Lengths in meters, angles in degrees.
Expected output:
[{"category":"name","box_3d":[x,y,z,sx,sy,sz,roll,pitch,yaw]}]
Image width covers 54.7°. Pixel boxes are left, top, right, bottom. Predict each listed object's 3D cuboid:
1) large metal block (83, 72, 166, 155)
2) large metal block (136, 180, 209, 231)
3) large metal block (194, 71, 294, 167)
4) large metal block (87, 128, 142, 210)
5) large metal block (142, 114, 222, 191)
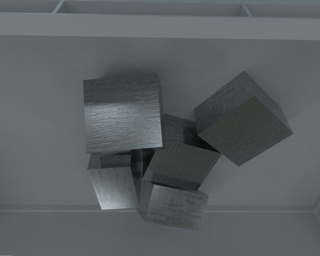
[{"category":"large metal block","box_3d":[-0.038,-0.013,0.352,0.080,0.080,0.050,-5,172,5]},{"category":"large metal block","box_3d":[0.014,0.108,0.455,0.081,0.080,0.050,14,86,-14]},{"category":"large metal block","box_3d":[0.101,-0.009,0.385,0.080,0.050,0.080,36,121,-27]},{"category":"large metal block","box_3d":[-0.056,0.051,0.414,0.050,0.080,0.080,-4,130,3]},{"category":"large metal block","box_3d":[0.027,0.035,0.422,0.081,0.050,0.079,15,129,-13]}]
